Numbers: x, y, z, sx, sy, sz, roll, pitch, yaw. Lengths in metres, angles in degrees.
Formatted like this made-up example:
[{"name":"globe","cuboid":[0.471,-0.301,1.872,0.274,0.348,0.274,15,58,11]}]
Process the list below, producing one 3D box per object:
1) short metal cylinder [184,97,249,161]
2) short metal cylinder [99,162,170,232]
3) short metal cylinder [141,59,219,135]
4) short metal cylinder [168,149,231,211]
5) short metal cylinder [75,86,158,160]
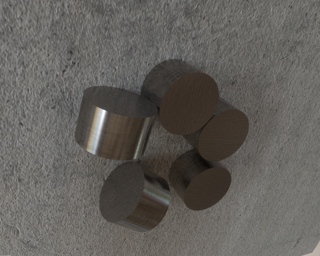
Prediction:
[{"name":"short metal cylinder","cuboid":[0.075,-0.001,0.431,0.081,0.050,0.079,-14,124,-21]},{"name":"short metal cylinder","cuboid":[-0.034,0.091,0.409,0.080,0.080,0.050,-49,129,6]},{"name":"short metal cylinder","cuboid":[0.024,-0.038,0.378,0.081,0.050,0.079,-15,125,-23]},{"name":"short metal cylinder","cuboid":[0.060,0.078,0.471,0.081,0.050,0.079,-14,124,-21]},{"name":"short metal cylinder","cuboid":[-0.048,-0.007,0.340,0.081,0.080,0.050,4,117,-30]}]
